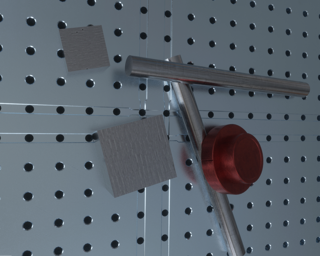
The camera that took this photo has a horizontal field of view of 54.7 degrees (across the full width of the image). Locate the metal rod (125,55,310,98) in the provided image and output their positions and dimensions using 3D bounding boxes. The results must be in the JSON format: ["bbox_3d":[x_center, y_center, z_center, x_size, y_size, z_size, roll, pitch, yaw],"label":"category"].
[{"bbox_3d":[0.098,-0.067,0.431,0.303,0.025,0.025,2,89,-27],"label":"metal rod"}]

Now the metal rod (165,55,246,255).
[{"bbox_3d":[0.065,0.045,0.437,0.025,0.025,0.298,-22,98,-19],"label":"metal rod"}]

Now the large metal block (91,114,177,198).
[{"bbox_3d":[-0.033,0.032,0.388,0.081,0.050,0.080,-15,95,-20],"label":"large metal block"}]

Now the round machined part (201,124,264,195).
[{"bbox_3d":[0.106,0.043,0.427,0.099,0.042,0.097,7,78,-39],"label":"round machined part"}]

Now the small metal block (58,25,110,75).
[{"bbox_3d":[-0.093,-0.095,0.379,0.050,0.025,0.050,-13,95,-20],"label":"small metal block"}]
